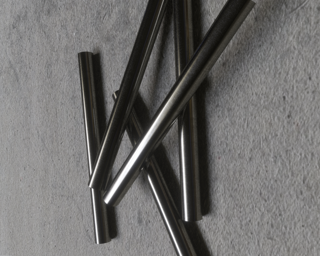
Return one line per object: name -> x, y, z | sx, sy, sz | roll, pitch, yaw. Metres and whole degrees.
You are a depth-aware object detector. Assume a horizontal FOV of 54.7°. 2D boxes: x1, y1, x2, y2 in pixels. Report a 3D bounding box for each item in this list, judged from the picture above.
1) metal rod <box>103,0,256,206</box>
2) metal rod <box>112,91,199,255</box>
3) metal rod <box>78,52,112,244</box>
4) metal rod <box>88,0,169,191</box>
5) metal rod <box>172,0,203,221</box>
metal rod -> 0.008, -0.015, 0.364 | 0.025, 0.025, 0.298 | 48, 118, 29
metal rod -> 0.000, 0.079, 0.405 | 0.025, 0.025, 0.299 | -37, 67, 34
metal rod -> -0.104, 0.027, 0.491 | 0.025, 0.025, 0.298 | -11, 83, 39
metal rod -> -0.038, -0.060, 0.411 | 0.025, 0.025, 0.298 | 23, 97, 37
metal rod -> 0.033, -0.040, 0.377 | 0.025, 0.025, 0.298 | -4, 88, 40
